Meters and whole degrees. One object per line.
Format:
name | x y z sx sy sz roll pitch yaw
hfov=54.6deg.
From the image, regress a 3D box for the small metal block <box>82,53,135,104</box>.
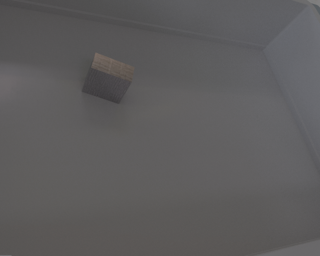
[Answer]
small metal block | -0.066 -0.061 0.391 0.050 0.050 0.025 18 55 -18
